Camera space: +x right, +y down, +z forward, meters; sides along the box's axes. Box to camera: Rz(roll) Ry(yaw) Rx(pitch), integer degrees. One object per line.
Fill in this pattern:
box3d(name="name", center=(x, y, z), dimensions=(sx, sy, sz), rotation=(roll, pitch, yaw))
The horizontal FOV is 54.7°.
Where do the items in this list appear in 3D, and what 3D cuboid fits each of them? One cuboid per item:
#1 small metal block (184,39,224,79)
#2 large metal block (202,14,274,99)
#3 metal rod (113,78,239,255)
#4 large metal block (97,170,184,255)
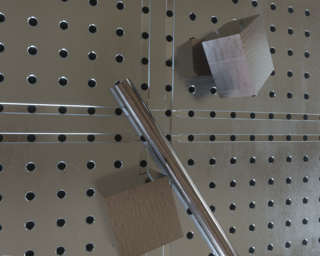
box3d(name="small metal block", center=(0.063, -0.097, 0.436), dimensions=(0.050, 0.025, 0.050), rotation=(-4, 92, -20))
box3d(name="large metal block", center=(0.107, -0.095, 0.413), dimensions=(0.080, 0.050, 0.080), rotation=(-46, 122, -42))
box3d(name="metal rod", center=(0.027, 0.067, 0.422), dimensions=(0.025, 0.025, 0.299), rotation=(-35, 102, -17))
box3d(name="large metal block", center=(-0.025, 0.107, 0.390), dimensions=(0.081, 0.050, 0.080), rotation=(-16, 96, -19))
